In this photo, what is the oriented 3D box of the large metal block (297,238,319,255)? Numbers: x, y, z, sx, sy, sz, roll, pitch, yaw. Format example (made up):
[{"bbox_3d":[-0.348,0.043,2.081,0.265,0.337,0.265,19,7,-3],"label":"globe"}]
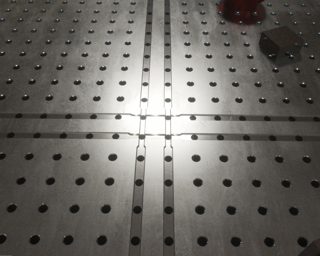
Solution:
[{"bbox_3d":[0.189,0.134,0.281,0.081,0.050,0.080,-16,52,-14],"label":"large metal block"}]

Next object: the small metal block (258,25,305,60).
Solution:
[{"bbox_3d":[0.209,-0.148,0.535,0.050,0.025,0.050,-18,53,-15],"label":"small metal block"}]

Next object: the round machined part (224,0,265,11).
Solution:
[{"bbox_3d":[0.168,-0.274,0.629,0.099,0.042,0.098,0,50,0],"label":"round machined part"}]
